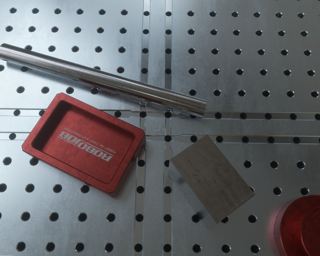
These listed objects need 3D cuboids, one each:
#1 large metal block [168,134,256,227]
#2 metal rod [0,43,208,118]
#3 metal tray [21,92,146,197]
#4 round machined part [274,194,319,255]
[{"bbox_3d":[0.054,0.064,0.360,0.050,0.080,0.080,-33,74,-11],"label":"large metal block"},{"bbox_3d":[-0.083,-0.068,0.435,0.301,0.025,0.025,16,71,5],"label":"metal rod"},{"bbox_3d":[-0.095,0.020,0.400,0.130,0.030,0.090,25,72,8],"label":"metal tray"},{"bbox_3d":[0.189,0.126,0.359,0.099,0.042,0.098,0,70,-1],"label":"round machined part"}]
